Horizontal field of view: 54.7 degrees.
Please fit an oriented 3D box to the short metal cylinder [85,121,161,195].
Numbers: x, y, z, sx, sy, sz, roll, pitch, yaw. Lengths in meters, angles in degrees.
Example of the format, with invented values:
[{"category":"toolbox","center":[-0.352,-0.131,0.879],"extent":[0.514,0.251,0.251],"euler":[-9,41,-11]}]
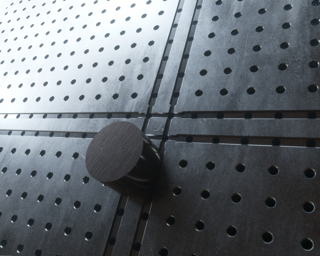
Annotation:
[{"category":"short metal cylinder","center":[-0.046,0.038,0.391],"extent":[0.080,0.050,0.080],"euler":[-13,56,20]}]
